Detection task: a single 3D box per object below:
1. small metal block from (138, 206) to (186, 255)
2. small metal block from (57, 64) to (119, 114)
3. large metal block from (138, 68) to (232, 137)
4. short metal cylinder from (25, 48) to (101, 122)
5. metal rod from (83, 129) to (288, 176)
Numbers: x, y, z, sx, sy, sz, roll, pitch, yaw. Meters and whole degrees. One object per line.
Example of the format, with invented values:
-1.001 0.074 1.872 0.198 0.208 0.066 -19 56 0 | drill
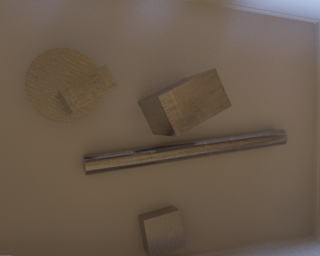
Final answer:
0.002 0.137 0.413 0.050 0.025 0.050 -11 94 -20 | small metal block
-0.075 -0.038 0.317 0.050 0.050 0.025 -32 101 -17 | small metal block
0.028 -0.031 0.393 0.081 0.080 0.050 -29 100 -18 | large metal block
-0.110 -0.047 0.357 0.081 0.050 0.079 0 90 -21 | short metal cylinder
0.049 0.030 0.429 0.303 0.025 0.025 -6 93 -20 | metal rod
